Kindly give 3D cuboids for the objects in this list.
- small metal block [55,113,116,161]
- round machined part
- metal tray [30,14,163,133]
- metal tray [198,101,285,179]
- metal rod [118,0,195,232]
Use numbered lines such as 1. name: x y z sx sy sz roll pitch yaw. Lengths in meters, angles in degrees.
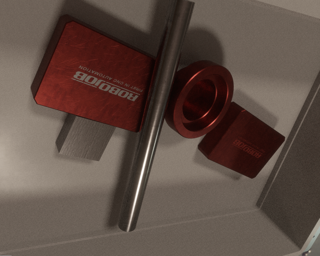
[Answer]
1. small metal block: -0.088 0.008 0.367 0.050 0.025 0.050 17 109 -35
2. round machined part: 0.043 -0.039 0.391 0.099 0.042 0.097 -23 131 -29
3. metal tray: -0.060 -0.053 0.341 0.131 0.030 0.090 18 109 -36
4. metal tray: 0.133 0.024 0.496 0.131 0.030 0.090 26 104 -38
5. metal rod: -0.012 0.004 0.366 0.025 0.025 0.298 0 119 -29
